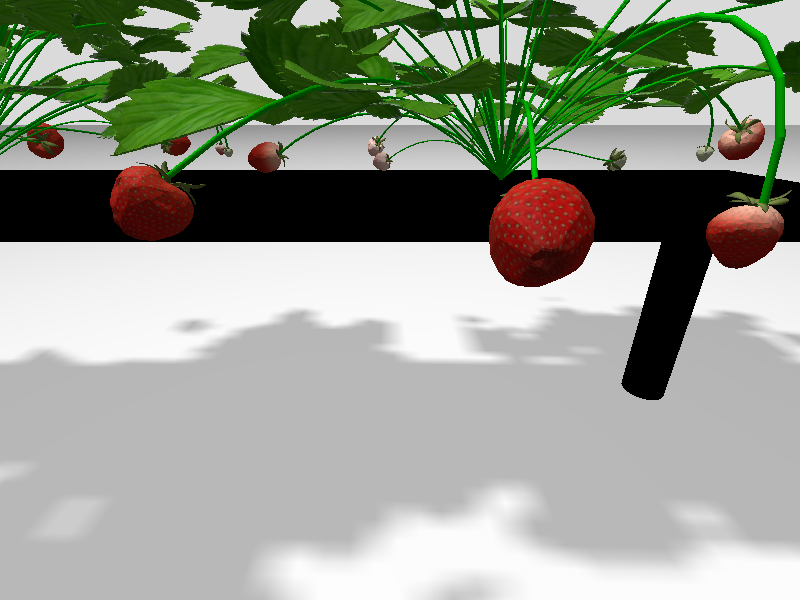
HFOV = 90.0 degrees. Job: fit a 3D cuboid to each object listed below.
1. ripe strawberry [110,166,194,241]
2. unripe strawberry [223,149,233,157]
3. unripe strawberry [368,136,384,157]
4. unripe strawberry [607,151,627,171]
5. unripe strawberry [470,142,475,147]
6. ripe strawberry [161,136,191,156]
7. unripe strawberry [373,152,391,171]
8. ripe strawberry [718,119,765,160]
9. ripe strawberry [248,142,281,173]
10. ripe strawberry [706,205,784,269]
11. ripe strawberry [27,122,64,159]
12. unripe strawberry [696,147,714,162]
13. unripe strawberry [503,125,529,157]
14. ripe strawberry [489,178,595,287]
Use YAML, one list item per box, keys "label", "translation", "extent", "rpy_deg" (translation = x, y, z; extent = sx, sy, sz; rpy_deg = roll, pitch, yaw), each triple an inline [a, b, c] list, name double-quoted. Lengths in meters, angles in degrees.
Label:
- label: "ripe strawberry"
  translation: [-0.106, -0.039, 0.169]
  extent: [0.027, 0.029, 0.030]
  rpy_deg: [24, -12, 41]
- label: "unripe strawberry"
  translation: [-0.198, -0.170, 0.462]
  extent: [0.010, 0.010, 0.009]
  rpy_deg: [-20, 31, -36]
- label: "unripe strawberry"
  translation: [-0.032, -0.192, 0.504]
  extent: [0.020, 0.023, 0.022]
  rpy_deg: [-15, -7, -29]
- label: "unripe strawberry"
  translation: [0.209, -0.133, 0.383]
  extent: [0.017, 0.018, 0.016]
  rpy_deg: [-10, 27, -22]
- label: "unripe strawberry"
  translation: [0.102, -0.218, 0.564]
  extent: [0.009, 0.010, 0.010]
  rpy_deg: [2, 25, 3]
- label: "ripe strawberry"
  translation: [-0.288, -0.203, 0.516]
  extent: [0.035, 0.031, 0.032]
  rpy_deg: [9, 26, 19]
- label: "unripe strawberry"
  translation: [-0.018, -0.134, 0.388]
  extent: [0.017, 0.017, 0.016]
  rpy_deg: [0, 21, 32]
- label: "ripe strawberry"
  translation: [0.385, -0.177, 0.450]
  extent: [0.041, 0.043, 0.038]
  rpy_deg: [36, 4, -34]
- label: "ripe strawberry"
  translation: [-0.123, -0.129, 0.364]
  extent: [0.030, 0.026, 0.030]
  rpy_deg: [-4, 24, 12]
- label: "ripe strawberry"
  translation: [0.113, -0.021, 0.131]
  extent: [0.021, 0.021, 0.018]
  rpy_deg: [-3, 25, -6]
- label: "ripe strawberry"
  translation: [-0.428, -0.193, 0.485]
  extent: [0.036, 0.041, 0.039]
  rpy_deg: [-9, 26, -18]
- label: "unripe strawberry"
  translation: [0.278, -0.133, 0.366]
  extent: [0.011, 0.013, 0.013]
  rpy_deg: [-5, 25, -10]
- label: "unripe strawberry"
  translation: [0.146, -0.198, 0.498]
  extent: [0.033, 0.038, 0.036]
  rpy_deg: [8, 26, 16]
- label: "ripe strawberry"
  translation: [0.044, -0.019, 0.124]
  extent: [0.032, 0.034, 0.035]
  rpy_deg: [4, 36, 9]
